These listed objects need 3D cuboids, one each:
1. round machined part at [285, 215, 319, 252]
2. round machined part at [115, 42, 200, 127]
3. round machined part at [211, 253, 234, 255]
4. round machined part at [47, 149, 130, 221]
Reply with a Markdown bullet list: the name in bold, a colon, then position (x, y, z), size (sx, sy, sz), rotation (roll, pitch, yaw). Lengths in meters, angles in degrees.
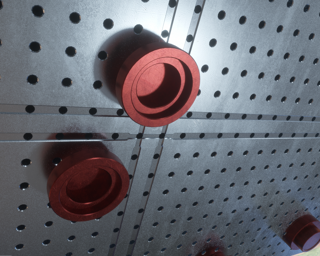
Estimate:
- **round machined part**: position (0.365, 0.269, 0.771), size (0.099, 0.042, 0.097), rotation (-14, 125, -21)
- **round machined part**: position (-0.006, -0.053, 0.366), size (0.099, 0.042, 0.097), rotation (-14, 125, -21)
- **round machined part**: position (0.124, 0.307, 0.661), size (0.099, 0.042, 0.097), rotation (-14, 125, -21)
- **round machined part**: position (-0.092, 0.067, 0.393), size (0.099, 0.042, 0.097), rotation (-14, 125, -21)
